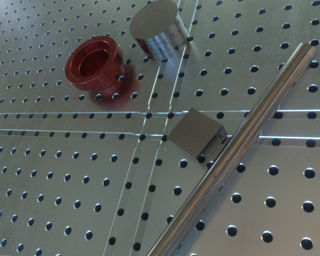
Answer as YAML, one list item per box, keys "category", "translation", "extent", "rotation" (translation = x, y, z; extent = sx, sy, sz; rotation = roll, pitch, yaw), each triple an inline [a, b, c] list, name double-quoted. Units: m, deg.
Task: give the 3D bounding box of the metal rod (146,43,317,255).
- category: "metal rod"
  translation: [0.086, 0.024, 0.347]
  extent: [0.025, 0.025, 0.300]
  rotation: [30, 78, 37]

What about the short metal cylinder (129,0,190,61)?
- category: "short metal cylinder"
  translation: [0.000, -0.152, 0.484]
  extent: [0.080, 0.050, 0.080]
  rotation: [-13, 56, 20]

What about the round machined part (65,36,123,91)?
- category: "round machined part"
  translation: [-0.103, -0.101, 0.511]
  extent: [0.098, 0.042, 0.098]
  rotation: [-13, 56, 20]

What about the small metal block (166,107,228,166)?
- category: "small metal block"
  translation: [0.045, 0.010, 0.378]
  extent: [0.050, 0.025, 0.050]
  rotation: [34, 81, 38]
